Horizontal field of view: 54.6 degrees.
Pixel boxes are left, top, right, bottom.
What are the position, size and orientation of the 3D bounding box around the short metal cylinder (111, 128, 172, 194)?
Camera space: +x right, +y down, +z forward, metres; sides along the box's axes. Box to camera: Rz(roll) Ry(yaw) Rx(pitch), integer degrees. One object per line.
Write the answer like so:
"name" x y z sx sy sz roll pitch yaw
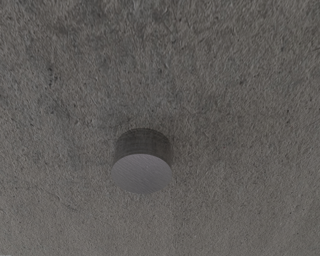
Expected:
"short metal cylinder" -0.024 0.046 0.430 0.080 0.050 0.080 0 130 0
